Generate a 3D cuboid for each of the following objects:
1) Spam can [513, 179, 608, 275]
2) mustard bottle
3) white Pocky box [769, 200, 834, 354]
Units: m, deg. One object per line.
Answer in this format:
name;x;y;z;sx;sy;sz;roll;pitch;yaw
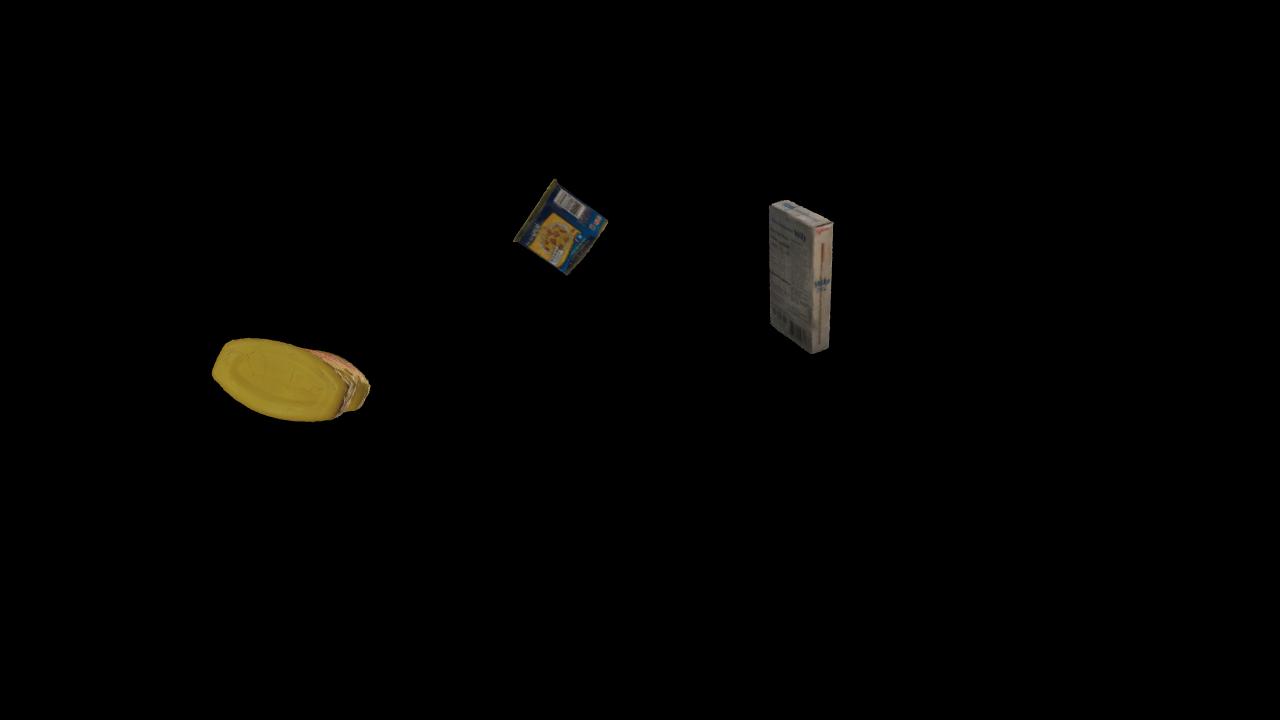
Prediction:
Spam can;-0.102;-0.167;0.792;0.085;0.058;0.101;34;-38;-15
mustard bottle;-0.282;0.017;0.528;0.092;0.054;0.184;17;-6;-14
white Pocky box;0.175;-0.090;0.678;0.028;0.154;0.084;-19;35;-14
